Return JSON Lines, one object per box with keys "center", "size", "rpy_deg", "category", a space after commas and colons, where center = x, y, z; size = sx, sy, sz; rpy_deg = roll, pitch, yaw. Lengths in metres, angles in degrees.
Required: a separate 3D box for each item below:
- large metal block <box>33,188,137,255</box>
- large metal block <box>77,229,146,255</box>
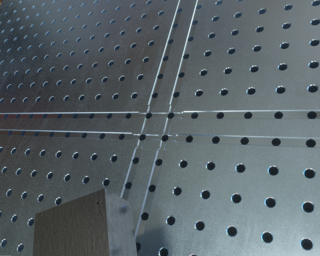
{"center": [-0.070, 0.114, 0.294], "size": [0.080, 0.050, 0.080], "rpy_deg": [-22, 53, 14], "category": "large metal block"}
{"center": [-0.051, 0.163, 0.318], "size": [0.080, 0.050, 0.080], "rpy_deg": [13, 68, 33], "category": "large metal block"}
